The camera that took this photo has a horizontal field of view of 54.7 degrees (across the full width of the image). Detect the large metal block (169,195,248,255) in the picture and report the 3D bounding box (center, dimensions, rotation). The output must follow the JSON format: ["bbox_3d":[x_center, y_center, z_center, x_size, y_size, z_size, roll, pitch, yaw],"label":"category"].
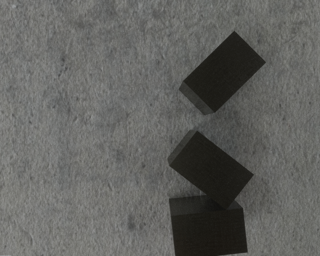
[{"bbox_3d":[0.055,0.118,0.383,0.081,0.080,0.050,-6,90,-1],"label":"large metal block"}]

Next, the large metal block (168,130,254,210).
[{"bbox_3d":[0.057,0.047,0.383,0.080,0.080,0.050,38,90,-1],"label":"large metal block"}]

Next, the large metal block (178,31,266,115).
[{"bbox_3d":[0.072,-0.063,0.383,0.080,0.080,0.050,-45,91,0],"label":"large metal block"}]
